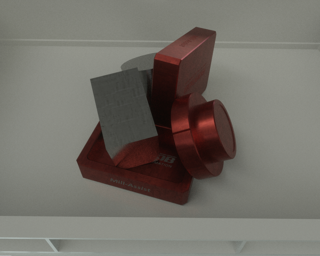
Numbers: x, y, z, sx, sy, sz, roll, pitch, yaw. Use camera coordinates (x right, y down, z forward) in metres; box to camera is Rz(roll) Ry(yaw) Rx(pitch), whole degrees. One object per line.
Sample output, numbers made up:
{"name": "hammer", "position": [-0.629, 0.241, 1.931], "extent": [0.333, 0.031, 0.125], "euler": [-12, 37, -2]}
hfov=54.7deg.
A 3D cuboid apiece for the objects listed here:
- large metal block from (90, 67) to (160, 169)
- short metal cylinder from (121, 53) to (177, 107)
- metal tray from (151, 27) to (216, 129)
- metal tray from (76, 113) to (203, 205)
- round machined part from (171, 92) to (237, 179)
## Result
{"name": "large metal block", "position": [-0.036, -0.006, 0.342], "extent": [0.050, 0.080, 0.080], "euler": [-15, 68, -5]}
{"name": "short metal cylinder", "position": [-0.008, -0.068, 0.425], "extent": [0.080, 0.050, 0.080], "euler": [-10, 27, 5]}
{"name": "metal tray", "position": [0.032, -0.069, 0.399], "extent": [0.030, 0.089, 0.131], "euler": [19, 37, 19]}
{"name": "metal tray", "position": [-0.020, 0.031, 0.373], "extent": [0.131, 0.030, 0.090], "euler": [13, 51, 11]}
{"name": "round machined part", "position": [0.054, 0.006, 0.347], "extent": [0.042, 0.098, 0.098], "euler": [-17, 45, 26]}
